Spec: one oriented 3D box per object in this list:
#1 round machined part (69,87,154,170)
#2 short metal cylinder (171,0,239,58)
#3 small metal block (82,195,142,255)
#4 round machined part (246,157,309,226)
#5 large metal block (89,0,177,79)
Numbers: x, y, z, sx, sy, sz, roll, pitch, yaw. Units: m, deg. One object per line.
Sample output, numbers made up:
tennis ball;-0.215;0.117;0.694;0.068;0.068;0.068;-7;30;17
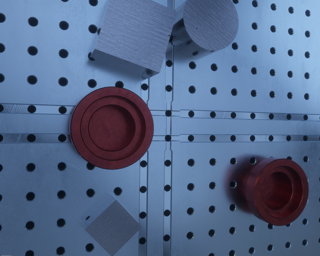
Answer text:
round machined part;-0.061;0.000;0.381;0.099;0.042;0.097;0;90;-20
short metal cylinder;0.058;-0.139;0.420;0.081;0.050;0.080;0;90;-20
small metal block;-0.060;0.123;0.390;0.050;0.025;0.050;-43;104;-15
round machined part;0.170;0.093;0.466;0.099;0.042;0.097;0;90;-20
large metal block;-0.034;-0.116;0.386;0.081;0.050;0.080;17;84;-19
